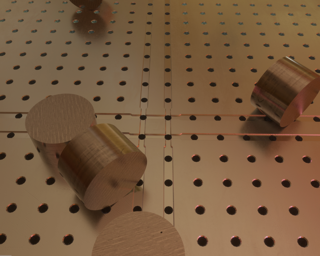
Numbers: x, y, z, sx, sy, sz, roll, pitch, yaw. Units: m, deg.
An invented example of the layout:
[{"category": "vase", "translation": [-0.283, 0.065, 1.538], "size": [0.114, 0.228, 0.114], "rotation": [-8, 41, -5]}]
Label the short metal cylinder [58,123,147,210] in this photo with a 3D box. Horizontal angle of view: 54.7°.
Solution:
[{"category": "short metal cylinder", "translation": [-0.061, 0.042, 0.336], "size": [0.080, 0.080, 0.050], "rotation": [-34, 58, -25]}]

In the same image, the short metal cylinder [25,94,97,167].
[{"category": "short metal cylinder", "translation": [-0.119, 0.003, 0.388], "size": [0.081, 0.050, 0.080], "rotation": [0, 50, 0]}]

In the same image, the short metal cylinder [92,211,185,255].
[{"category": "short metal cylinder", "translation": [-0.019, 0.125, 0.286], "size": [0.081, 0.050, 0.080], "rotation": [0, 50, 0]}]

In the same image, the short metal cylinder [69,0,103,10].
[{"category": "short metal cylinder", "translation": [-0.143, -0.282, 0.607], "size": [0.080, 0.080, 0.050], "rotation": [9, 51, 7]}]

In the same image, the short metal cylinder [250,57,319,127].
[{"category": "short metal cylinder", "translation": [0.169, -0.048, 0.414], "size": [0.081, 0.080, 0.050], "rotation": [-31, 57, -23]}]
